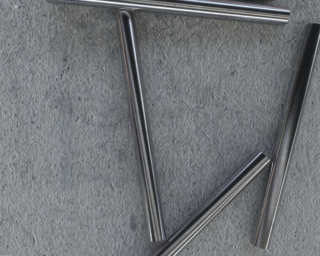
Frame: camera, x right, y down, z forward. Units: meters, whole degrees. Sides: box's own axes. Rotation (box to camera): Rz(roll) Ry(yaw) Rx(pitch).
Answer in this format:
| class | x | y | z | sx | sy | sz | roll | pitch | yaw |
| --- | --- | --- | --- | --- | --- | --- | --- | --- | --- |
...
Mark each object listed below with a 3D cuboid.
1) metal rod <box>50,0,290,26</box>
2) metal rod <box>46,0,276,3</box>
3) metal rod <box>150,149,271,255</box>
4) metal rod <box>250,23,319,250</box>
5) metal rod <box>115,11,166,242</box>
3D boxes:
| class | x | y | z | sx | sy | sz | roll | pitch | yaw |
| --- | --- | --- | --- | --- | --- | --- | --- | --- | --- |
| metal rod | 0.016 | -0.157 | 0.396 | 0.302 | 0.025 | 0.025 | 4 | 90 | -6 |
| metal rod | 0.003 | -0.180 | 0.409 | 0.302 | 0.025 | 0.025 | -1 | 90 | 0 |
| metal rod | 0.031 | 0.143 | 0.410 | 0.025 | 0.025 | 0.300 | 45 | 90 | 0 |
| metal rod | 0.168 | 0.011 | 0.411 | 0.025 | 0.025 | 0.298 | 14 | 90 | 0 |
| metal rod | -0.025 | -0.002 | 0.409 | 0.025 | 0.025 | 0.298 | -8 | 90 | 0 |
